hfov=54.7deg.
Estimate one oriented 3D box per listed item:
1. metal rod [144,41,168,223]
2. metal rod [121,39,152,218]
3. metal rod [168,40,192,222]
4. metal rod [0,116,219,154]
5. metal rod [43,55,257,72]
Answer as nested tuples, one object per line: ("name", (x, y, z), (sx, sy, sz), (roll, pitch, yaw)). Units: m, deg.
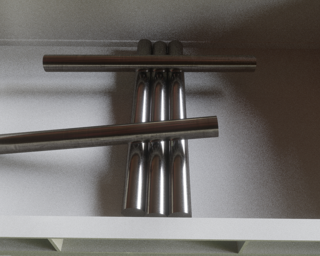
("metal rod", (-0.002, -0.020, 0.421), (0.025, 0.025, 0.300), (1, 50, 1))
("metal rod", (-0.027, -0.025, 0.425), (0.025, 0.025, 0.300), (1, 50, 0))
("metal rod", (0.023, -0.021, 0.421), (0.025, 0.025, 0.300), (1, 50, 1))
("metal rod", (-0.083, 0.011, 0.370), (0.302, 0.025, 0.025), (-5, 50, 5))
("metal rod", (-0.015, -0.094, 0.449), (0.302, 0.025, 0.025), (0, 50, 0))
